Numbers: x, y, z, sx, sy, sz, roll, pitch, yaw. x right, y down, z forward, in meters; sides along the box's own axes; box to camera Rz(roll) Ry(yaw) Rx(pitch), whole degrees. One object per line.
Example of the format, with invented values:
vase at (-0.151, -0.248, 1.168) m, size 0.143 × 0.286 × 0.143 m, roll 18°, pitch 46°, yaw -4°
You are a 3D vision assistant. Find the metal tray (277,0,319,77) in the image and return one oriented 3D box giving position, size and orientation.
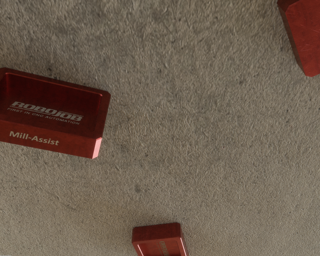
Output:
metal tray at (0.196, -0.117, 0.306) m, size 0.130 × 0.030 × 0.090 m, roll -24°, pitch 127°, yaw 19°

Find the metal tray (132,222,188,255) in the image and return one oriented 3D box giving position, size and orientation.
metal tray at (0.005, 0.237, 0.605) m, size 0.090 × 0.030 × 0.129 m, roll -9°, pitch 130°, yaw 7°

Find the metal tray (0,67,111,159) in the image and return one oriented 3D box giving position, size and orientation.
metal tray at (-0.127, -0.019, 0.347) m, size 0.131 × 0.090 × 0.030 m, roll 12°, pitch 129°, yaw -11°
